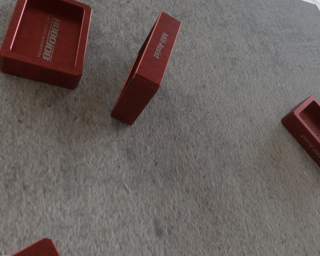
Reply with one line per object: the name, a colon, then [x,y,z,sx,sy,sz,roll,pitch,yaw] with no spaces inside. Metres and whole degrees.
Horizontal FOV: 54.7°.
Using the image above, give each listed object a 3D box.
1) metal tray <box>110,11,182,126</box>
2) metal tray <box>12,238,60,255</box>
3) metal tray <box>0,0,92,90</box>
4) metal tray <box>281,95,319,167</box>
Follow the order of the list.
metal tray: [-0.018,-0.077,0.401,0.030,0.090,0.130,26,52,-13]
metal tray: [-0.102,0.168,0.243,0.091,0.030,0.130,-24,75,-37]
metal tray: [-0.141,-0.118,0.396,0.091,0.030,0.130,13,56,-22]
metal tray: [0.286,0.013,0.550,0.091,0.030,0.130,-31,79,-38]
